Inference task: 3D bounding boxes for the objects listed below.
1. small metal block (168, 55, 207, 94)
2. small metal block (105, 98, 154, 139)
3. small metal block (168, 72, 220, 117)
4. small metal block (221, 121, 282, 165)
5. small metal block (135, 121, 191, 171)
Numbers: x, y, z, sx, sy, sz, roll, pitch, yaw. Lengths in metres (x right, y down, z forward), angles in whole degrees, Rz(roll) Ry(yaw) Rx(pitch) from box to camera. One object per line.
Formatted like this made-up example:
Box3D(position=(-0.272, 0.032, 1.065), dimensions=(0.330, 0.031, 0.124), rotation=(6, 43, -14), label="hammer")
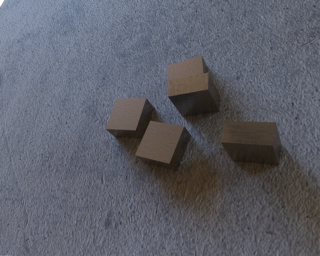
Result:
Box3D(position=(0.039, -0.066, 0.424), dimensions=(0.050, 0.025, 0.050), rotation=(-13, 56, 21), label="small metal block")
Box3D(position=(-0.042, -0.014, 0.434), dimensions=(0.050, 0.025, 0.050), rotation=(2, 63, 29), label="small metal block")
Box3D(position=(0.044, -0.040, 0.389), dimensions=(0.050, 0.050, 0.025), rotation=(-8, 59, 24), label="small metal block")
Box3D(position=(0.098, 0.016, 0.327), dimensions=(0.050, 0.050, 0.025), rotation=(2, 63, 29), label="small metal block")
Box3D(position=(0.004, 0.022, 0.388), dimensions=(0.050, 0.025, 0.050), rotation=(10, 67, 32), label="small metal block")
